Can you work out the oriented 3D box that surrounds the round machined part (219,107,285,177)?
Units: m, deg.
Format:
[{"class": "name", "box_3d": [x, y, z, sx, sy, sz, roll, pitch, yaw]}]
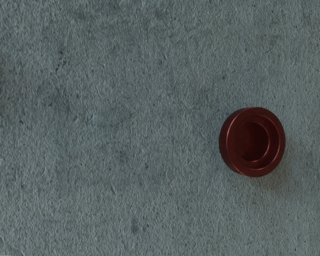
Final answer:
[{"class": "round machined part", "box_3d": [0.127, 0.020, 0.447, 0.099, 0.042, 0.097, 0, 90, -20]}]
